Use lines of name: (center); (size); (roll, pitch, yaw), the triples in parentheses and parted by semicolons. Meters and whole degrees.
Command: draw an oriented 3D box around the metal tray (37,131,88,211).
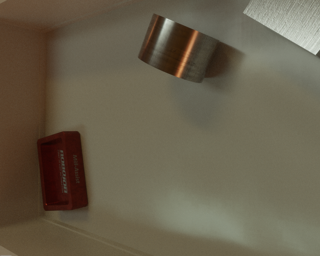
metal tray: (-0.173, 0.076, 0.542); (0.090, 0.030, 0.129); (-14, 81, 38)

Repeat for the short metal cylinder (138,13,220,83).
short metal cylinder: (0.021, -0.090, 0.352); (0.080, 0.081, 0.050); (35, 112, 34)

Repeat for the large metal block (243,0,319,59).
large metal block: (0.138, -0.115, 0.276); (0.080, 0.050, 0.080); (46, 117, 30)
